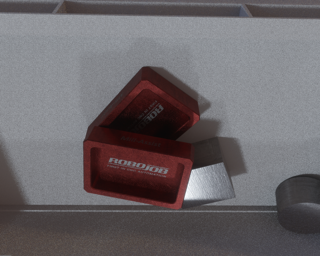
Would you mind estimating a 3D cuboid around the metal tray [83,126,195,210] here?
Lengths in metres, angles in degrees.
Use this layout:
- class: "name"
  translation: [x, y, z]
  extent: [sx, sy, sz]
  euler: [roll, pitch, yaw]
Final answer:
- class: "metal tray"
  translation: [-0.029, 0.052, 0.393]
  extent: [0.131, 0.030, 0.089]
  euler: [10, 125, 1]

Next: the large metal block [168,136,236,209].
- class: "large metal block"
  translation: [0.058, 0.067, 0.451]
  extent: [0.080, 0.050, 0.080]
  euler: [-16, 129, 13]

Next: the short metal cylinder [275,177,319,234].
- class: "short metal cylinder"
  translation: [0.228, 0.123, 0.492]
  extent: [0.080, 0.050, 0.079]
  euler: [7, 131, 9]

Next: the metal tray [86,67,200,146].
- class: "metal tray"
  translation: [-0.024, -0.006, 0.400]
  extent: [0.090, 0.030, 0.129]
  euler: [32, 123, -25]
